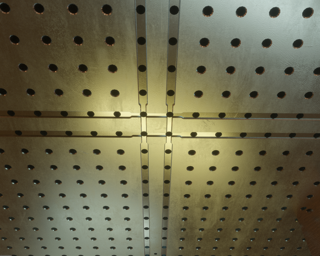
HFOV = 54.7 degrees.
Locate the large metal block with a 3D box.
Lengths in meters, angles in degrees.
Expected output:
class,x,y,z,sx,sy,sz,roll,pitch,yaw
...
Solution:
class,x,y,z,sx,sy,sz,roll,pitch,yaw
large metal block,0.292,0.171,0.524,0.050,0.080,0.079,20,127,-16
